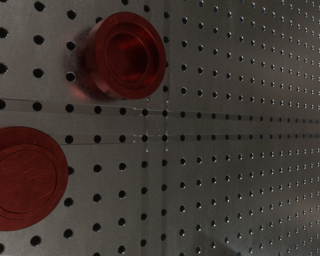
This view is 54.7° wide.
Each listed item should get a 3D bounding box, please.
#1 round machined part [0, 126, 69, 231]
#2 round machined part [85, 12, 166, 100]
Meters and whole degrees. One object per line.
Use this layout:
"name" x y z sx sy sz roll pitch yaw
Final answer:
"round machined part" -0.132 0.047 0.289 0.099 0.042 0.097 0 90 -40
"round machined part" -0.043 -0.081 0.363 0.099 0.042 0.097 0 90 -40
